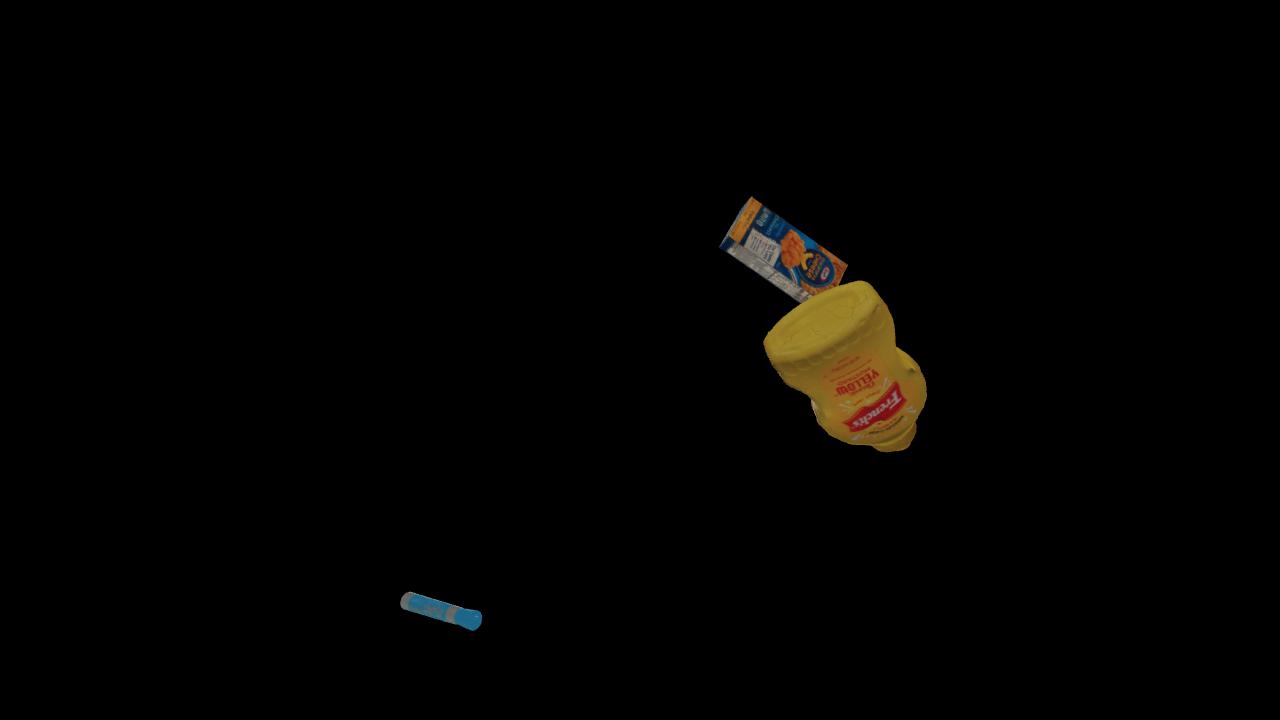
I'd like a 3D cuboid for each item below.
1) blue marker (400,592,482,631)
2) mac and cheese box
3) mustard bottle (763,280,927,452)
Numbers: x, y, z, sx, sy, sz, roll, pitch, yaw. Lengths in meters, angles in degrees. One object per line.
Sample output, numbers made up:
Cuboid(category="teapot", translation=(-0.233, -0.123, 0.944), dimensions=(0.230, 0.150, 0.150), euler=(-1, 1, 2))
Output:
Cuboid(category="blue marker", translation=(-0.207, 0.261, 0.641), dimensions=(0.121, 0.020, 0.020), euler=(-4, -3, 37))
Cuboid(category="mac and cheese box", translation=(0.219, -0.158, 0.934), dimensions=(0.184, 0.093, 0.041), euler=(33, -28, -4))
Cuboid(category="mustard bottle", translation=(0.179, 0.022, 0.495), dimensions=(0.092, 0.054, 0.184), euler=(-35, -53, 13))
